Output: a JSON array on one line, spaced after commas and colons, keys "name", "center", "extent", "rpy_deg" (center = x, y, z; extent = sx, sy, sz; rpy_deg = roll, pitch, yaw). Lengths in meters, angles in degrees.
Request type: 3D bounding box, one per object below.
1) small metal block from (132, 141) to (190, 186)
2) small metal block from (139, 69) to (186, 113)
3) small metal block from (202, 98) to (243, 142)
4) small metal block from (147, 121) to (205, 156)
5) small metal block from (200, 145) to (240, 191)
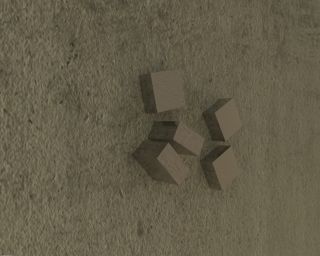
[{"name": "small metal block", "center": [0.001, 0.043, 0.389], "extent": [0.025, 0.050, 0.050], "rpy_deg": [-52, 121, -27]}, {"name": "small metal block", "center": [0.003, -0.049, 0.407], "extent": [0.050, 0.025, 0.050], "rpy_deg": [-16, 100, -39]}, {"name": "small metal block", "center": [0.099, -0.013, 0.487], "extent": [0.050, 0.025, 0.050], "rpy_deg": [-37, 113, -34]}, {"name": "small metal block", "center": [0.021, 0.014, 0.406], "extent": [0.050, 0.050, 0.025], "rpy_deg": [34, 69, -35]}, {"name": "small metal block", "center": [0.094, 0.061, 0.484], "extent": [0.050, 0.025, 0.050], "rpy_deg": [-34, 111, -35]}]
